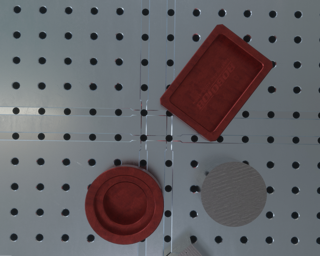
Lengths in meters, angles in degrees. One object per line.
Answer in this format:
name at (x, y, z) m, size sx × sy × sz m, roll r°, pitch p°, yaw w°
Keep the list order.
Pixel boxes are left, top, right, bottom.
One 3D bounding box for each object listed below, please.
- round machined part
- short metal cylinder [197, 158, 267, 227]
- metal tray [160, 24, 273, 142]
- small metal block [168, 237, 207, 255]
round machined part at (-0.044, 0.096, 0.405) m, size 0.099 × 0.042 × 0.097 m, roll 0°, pitch 90°, yaw 0°
short metal cylinder at (0.090, 0.080, 0.402) m, size 0.081 × 0.050 × 0.079 m, roll 0°, pitch 90°, yaw 0°
metal tray at (0.072, -0.058, 0.411) m, size 0.090 × 0.030 × 0.130 m, roll 38°, pitch 90°, yaw 0°
small metal block at (0.039, 0.185, 0.414) m, size 0.050 × 0.025 × 0.050 m, roll -41°, pitch 90°, yaw 0°
